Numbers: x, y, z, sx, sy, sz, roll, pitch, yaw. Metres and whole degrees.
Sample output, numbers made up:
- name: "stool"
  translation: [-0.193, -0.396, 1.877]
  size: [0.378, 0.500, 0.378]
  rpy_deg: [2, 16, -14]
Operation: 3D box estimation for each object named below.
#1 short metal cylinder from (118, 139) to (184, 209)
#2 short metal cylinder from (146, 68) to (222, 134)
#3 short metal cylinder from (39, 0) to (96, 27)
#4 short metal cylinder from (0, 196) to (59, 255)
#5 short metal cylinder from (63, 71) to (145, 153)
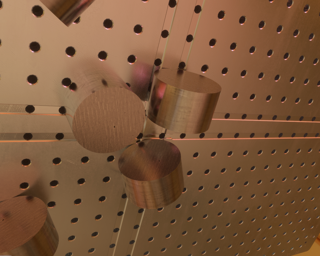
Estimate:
- name: "short metal cylinder"
  translation: [-0.010, 0.059, 0.408]
  size: [0.081, 0.080, 0.050]
  rpy_deg: [-21, 127, -17]
- name: "short metal cylinder"
  translation: [0.027, -0.034, 0.371]
  size: [0.081, 0.080, 0.050]
  rpy_deg: [-1, 119, -28]
- name: "short metal cylinder"
  translation: [-0.087, -0.129, 0.249]
  size: [0.050, 0.080, 0.080]
  rpy_deg: [-44, 130, 2]
- name: "short metal cylinder"
  translation: [-0.167, 0.127, 0.364]
  size: [0.081, 0.080, 0.050]
  rpy_deg: [-19, 126, -18]
- name: "short metal cylinder"
  translation: [-0.063, -0.018, 0.350]
  size: [0.081, 0.050, 0.079]
  rpy_deg: [-14, 125, -21]
